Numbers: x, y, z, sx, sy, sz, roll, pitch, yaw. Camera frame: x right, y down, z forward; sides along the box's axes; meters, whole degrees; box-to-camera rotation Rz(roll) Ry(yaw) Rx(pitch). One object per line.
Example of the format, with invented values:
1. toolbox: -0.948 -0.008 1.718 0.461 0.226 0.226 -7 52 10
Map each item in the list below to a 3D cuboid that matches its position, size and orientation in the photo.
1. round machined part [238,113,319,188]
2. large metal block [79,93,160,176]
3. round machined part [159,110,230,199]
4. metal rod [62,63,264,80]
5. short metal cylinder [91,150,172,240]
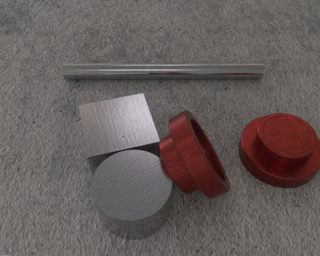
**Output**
1. round machined part: 0.149 0.020 0.377 0.099 0.042 0.098 0 50 0
2. large metal block: -0.049 0.009 0.379 0.081 0.050 0.080 -12 51 -10
3. round machined part: 0.034 0.033 0.337 0.042 0.098 0.098 -29 50 14
4. metal rod: 0.005 -0.087 0.476 0.302 0.025 0.025 0 50 -1
5. short metal cylinder: -0.028 0.070 0.328 0.081 0.050 0.080 0 50 0
